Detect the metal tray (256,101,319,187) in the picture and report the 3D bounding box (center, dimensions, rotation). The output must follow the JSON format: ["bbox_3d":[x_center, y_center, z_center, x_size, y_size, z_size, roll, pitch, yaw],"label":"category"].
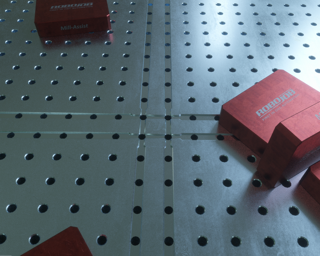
[{"bbox_3d":[0.181,0.009,0.360,0.131,0.089,0.030,-24,55,-20],"label":"metal tray"}]

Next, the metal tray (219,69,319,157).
[{"bbox_3d":[0.158,-0.023,0.426,0.131,0.030,0.090,-31,57,-24],"label":"metal tray"}]

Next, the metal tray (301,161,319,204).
[{"bbox_3d":[0.245,0.061,0.357,0.131,0.030,0.090,-23,54,-19],"label":"metal tray"}]

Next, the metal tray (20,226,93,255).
[{"bbox_3d":[-0.112,0.160,0.269,0.131,0.030,0.090,-28,56,-22],"label":"metal tray"}]

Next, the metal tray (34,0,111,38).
[{"bbox_3d":[-0.163,-0.215,0.583,0.131,0.030,0.090,-9,51,-8],"label":"metal tray"}]
